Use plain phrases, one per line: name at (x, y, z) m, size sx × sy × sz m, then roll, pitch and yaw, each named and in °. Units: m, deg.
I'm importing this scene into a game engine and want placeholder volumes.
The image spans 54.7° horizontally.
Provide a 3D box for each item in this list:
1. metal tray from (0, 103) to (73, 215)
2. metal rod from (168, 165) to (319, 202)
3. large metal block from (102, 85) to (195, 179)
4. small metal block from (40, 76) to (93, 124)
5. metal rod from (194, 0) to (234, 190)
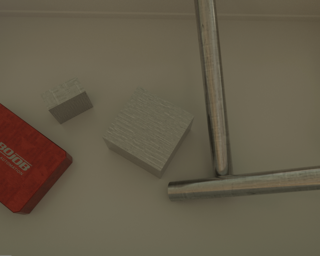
metal tray at (-0.191, 0.035, 0.392) m, size 0.130 × 0.030 × 0.090 m, roll 34°, pitch 73°, yaw 11°
metal rod at (0.151, 0.054, 0.326) m, size 0.301 × 0.025 × 0.025 m, roll -10°, pitch 69°, yaw 22°
large metal block at (-0.013, 0.006, 0.394) m, size 0.080 × 0.050 × 0.080 m, roll 30°, pitch 72°, yaw 10°
small metal block at (-0.121, -0.035, 0.408) m, size 0.050 × 0.050 × 0.025 m, roll -30°, pitch 73°, yaw -11°
metal rod at (0.063, -0.072, 0.374) m, size 0.025 × 0.025 × 0.298 m, roll -7°, pitch 94°, yaw -3°
